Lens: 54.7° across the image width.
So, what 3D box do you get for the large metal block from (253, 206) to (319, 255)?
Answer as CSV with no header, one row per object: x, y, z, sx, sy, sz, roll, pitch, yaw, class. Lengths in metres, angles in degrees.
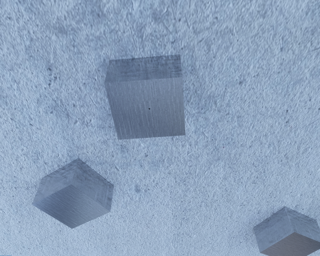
0.232,0.195,0.559,0.080,0.050,0.080,26,126,-20,large metal block

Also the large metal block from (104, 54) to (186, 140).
-0.014,-0.035,0.361,0.080,0.050,0.080,-4,130,3,large metal block

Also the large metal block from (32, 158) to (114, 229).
-0.131,0.103,0.477,0.080,0.050,0.080,-28,125,22,large metal block
